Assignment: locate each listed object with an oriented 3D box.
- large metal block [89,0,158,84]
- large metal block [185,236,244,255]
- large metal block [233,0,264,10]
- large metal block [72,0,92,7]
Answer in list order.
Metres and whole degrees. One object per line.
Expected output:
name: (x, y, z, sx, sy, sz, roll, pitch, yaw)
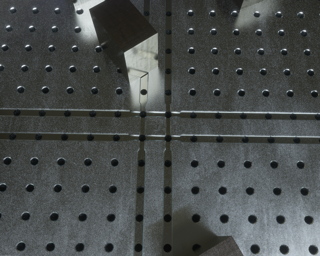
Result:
large metal block: (-0.047, -0.121, 0.426, 0.050, 0.080, 0.080, -34, 74, -12)
large metal block: (0.047, 0.157, 0.326, 0.080, 0.080, 0.050, -27, 73, -10)
large metal block: (0.147, -0.248, 0.491, 0.080, 0.050, 0.080, -24, 72, -9)
large metal block: (-0.133, -0.250, 0.472, 0.050, 0.080, 0.080, -27, 73, -10)
